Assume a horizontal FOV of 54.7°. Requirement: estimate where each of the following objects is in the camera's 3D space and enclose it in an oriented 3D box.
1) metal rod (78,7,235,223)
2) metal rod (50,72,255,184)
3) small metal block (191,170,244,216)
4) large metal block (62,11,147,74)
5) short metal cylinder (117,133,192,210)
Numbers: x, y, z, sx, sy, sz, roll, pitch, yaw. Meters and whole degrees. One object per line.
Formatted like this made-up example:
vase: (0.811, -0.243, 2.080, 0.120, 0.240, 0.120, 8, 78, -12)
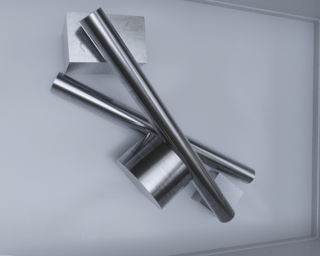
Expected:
metal rod: (0.012, 0.005, 0.352, 0.025, 0.025, 0.299, -42, 116, -15)
metal rod: (0.004, 0.008, 0.412, 0.301, 0.025, 0.025, 26, 81, -19)
small metal block: (0.082, 0.096, 0.441, 0.050, 0.025, 0.050, 40, 77, -16)
large metal block: (-0.067, -0.093, 0.356, 0.081, 0.080, 0.050, -4, 92, -20)
short metal cylinder: (-0.007, 0.053, 0.377, 0.050, 0.080, 0.080, -42, 104, -15)
